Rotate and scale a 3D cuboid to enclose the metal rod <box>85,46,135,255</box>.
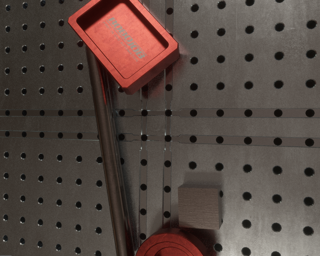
[{"bbox_3d":[-0.071,0.030,0.436,0.025,0.025,0.298,-10,87,19],"label":"metal rod"}]

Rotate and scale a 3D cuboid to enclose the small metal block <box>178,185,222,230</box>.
[{"bbox_3d":[0.051,0.099,0.394,0.050,0.025,0.050,-2,89,19],"label":"small metal block"}]

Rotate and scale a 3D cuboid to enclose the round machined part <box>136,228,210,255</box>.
[{"bbox_3d":[0.020,0.176,0.396,0.098,0.042,0.097,0,90,19],"label":"round machined part"}]

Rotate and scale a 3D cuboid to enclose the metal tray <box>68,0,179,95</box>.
[{"bbox_3d":[-0.048,-0.120,0.412,0.090,0.030,0.130,-39,77,-3],"label":"metal tray"}]
